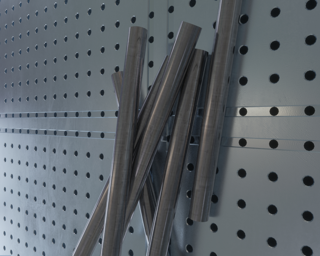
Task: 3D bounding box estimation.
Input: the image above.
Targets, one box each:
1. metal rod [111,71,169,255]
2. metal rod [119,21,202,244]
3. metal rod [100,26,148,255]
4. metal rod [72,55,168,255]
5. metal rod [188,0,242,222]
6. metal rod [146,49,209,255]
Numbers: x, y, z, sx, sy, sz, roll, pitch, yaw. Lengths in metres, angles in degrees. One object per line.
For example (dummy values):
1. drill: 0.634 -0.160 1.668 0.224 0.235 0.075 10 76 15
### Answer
1. metal rod: -0.026 0.064 0.431 0.025 0.025 0.299 -22 76 38
2. metal rod: -0.014 0.019 0.387 0.025 0.025 0.298 32 110 35
3. metal rod: -0.045 0.022 0.386 0.025 0.025 0.299 2 83 40
4. metal rod: -0.046 0.046 0.413 0.025 0.025 0.299 31 98 36
5. metal rod: 0.065 -0.040 0.356 0.025 0.025 0.298 13 98 39
6. metal rod: 0.017 0.054 0.379 0.025 0.025 0.298 13 93 39
